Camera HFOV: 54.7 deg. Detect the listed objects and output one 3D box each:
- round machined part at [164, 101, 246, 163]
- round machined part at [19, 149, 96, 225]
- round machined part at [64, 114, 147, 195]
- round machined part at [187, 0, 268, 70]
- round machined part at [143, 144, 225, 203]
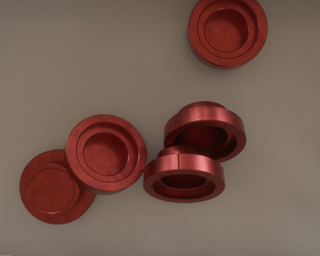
[{"bbox_3d":[0.054,0.004,0.385,0.099,0.097,0.042,2,53,0],"label":"round machined part"},{"bbox_3d":[-0.134,0.077,0.402,0.099,0.042,0.097,0,90,0],"label":"round machined part"},{"bbox_3d":[-0.069,0.036,0.387,0.099,0.042,0.098,11,63,-21],"label":"round machined part"},{"bbox_3d":[0.084,-0.124,0.403,0.099,0.042,0.097,0,90,0],"label":"round machined part"},{"bbox_3d":[0.029,0.055,0.385,0.099,0.098,0.042,3,55,0],"label":"round machined part"}]
